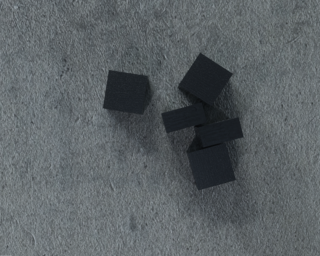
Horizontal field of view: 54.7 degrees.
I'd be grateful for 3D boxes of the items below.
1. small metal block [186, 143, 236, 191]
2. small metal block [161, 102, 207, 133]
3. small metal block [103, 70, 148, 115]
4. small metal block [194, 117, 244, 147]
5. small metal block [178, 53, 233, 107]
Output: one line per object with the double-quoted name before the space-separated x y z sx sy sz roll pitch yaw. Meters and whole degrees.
"small metal block" 0.067 0.050 0.410 0.050 0.025 0.050 -15 90 0
"small metal block" 0.029 -0.012 0.398 0.050 0.050 0.025 -15 90 0
"small metal block" -0.045 -0.046 0.409 0.050 0.025 0.050 9 90 0
"small metal block" 0.074 0.005 0.398 0.050 0.050 0.025 -14 90 0
"small metal block" 0.059 -0.063 0.410 0.050 0.025 0.050 33 90 0
